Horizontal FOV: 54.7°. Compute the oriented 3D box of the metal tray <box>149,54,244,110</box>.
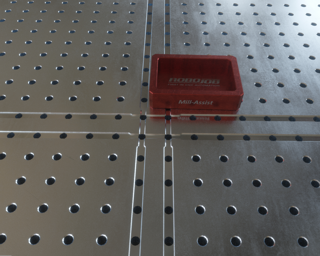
[{"bbox_3d":[0.052,-0.071,0.464,0.131,0.030,0.090,2,50,1],"label":"metal tray"}]
